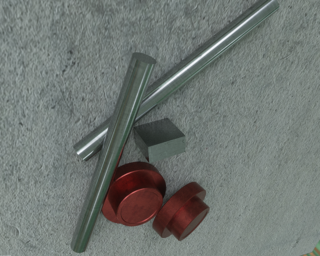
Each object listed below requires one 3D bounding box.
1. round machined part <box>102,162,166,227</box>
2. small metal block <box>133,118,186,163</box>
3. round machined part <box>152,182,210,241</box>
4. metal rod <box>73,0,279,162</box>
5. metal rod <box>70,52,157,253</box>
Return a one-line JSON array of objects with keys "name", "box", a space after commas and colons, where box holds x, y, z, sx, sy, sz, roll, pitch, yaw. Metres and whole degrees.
[{"name": "round machined part", "box": [-0.035, 0.100, 0.439, 0.099, 0.042, 0.097, -14, 124, -21]}, {"name": "small metal block", "box": [-0.001, 0.015, 0.399, 0.050, 0.050, 0.025, -16, 125, -20]}, {"name": "round machined part", "box": [0.038, 0.133, 0.476, 0.099, 0.042, 0.098, -37, 151, -24]}, {"name": "metal rod", "box": [0.022, -0.063, 0.379, 0.301, 0.025, 0.025, -38, 129, -2]}, {"name": "metal rod", "box": [-0.066, 0.051, 0.375, 0.025, 0.025, 0.298, 4, 125, -30]}]
